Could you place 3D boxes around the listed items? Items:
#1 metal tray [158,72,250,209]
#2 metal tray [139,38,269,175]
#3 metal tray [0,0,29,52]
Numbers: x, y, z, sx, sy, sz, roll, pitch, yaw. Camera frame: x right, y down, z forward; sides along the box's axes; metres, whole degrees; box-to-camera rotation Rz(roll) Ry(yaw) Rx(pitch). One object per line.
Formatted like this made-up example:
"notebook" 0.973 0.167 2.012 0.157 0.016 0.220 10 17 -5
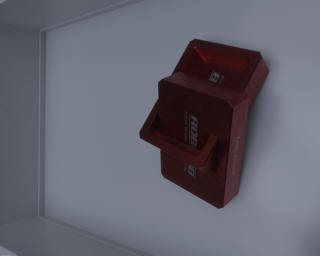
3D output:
"metal tray" 0.042 0.013 0.334 0.090 0.030 0.129 24 129 37
"metal tray" 0.045 -0.027 0.334 0.090 0.030 0.130 25 84 37
"metal tray" -0.324 -0.235 0.668 0.090 0.030 0.129 19 102 38
